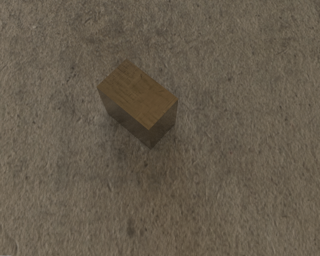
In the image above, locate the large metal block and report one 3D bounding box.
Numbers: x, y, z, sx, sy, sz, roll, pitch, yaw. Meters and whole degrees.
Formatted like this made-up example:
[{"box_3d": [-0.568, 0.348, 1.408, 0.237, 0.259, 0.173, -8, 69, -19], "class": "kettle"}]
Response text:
[{"box_3d": [-0.026, -0.026, 0.389, 0.080, 0.080, 0.050, 39, 75, 13], "class": "large metal block"}]
